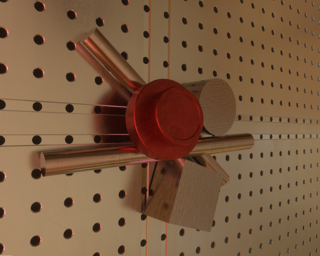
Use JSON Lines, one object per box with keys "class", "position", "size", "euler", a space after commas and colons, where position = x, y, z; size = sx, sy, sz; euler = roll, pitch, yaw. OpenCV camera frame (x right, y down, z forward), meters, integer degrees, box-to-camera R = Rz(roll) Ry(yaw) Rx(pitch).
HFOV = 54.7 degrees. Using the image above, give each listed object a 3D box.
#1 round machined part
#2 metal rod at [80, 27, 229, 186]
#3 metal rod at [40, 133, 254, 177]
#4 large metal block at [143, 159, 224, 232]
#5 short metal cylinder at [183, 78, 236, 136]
{"class": "round machined part", "position": [0.013, -0.011, 0.367], "size": [0.099, 0.042, 0.097], "euler": [7, 78, -33]}
{"class": "metal rod", "position": [0.010, -0.010, 0.420], "size": [0.300, 0.025, 0.025], "euler": [46, 62, -31]}
{"class": "metal rod", "position": [0.008, 0.028, 0.394], "size": [0.303, 0.025, 0.025], "euler": [-4, 93, -33]}
{"class": "large metal block", "position": [0.034, 0.090, 0.421], "size": [0.080, 0.050, 0.080], "euler": [26, 74, -38]}
{"class": "short metal cylinder", "position": [0.065, -0.029, 0.449], "size": [0.081, 0.050, 0.079], "euler": [0, 90, -40]}
